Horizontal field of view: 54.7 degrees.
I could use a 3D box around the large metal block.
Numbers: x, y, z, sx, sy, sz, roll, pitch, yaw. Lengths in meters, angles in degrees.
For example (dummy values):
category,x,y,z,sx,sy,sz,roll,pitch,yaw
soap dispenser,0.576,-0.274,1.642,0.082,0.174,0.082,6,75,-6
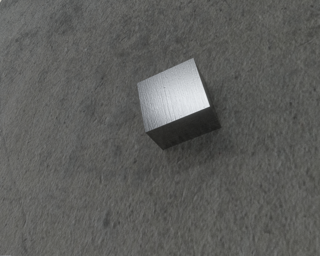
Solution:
category,x,y,z,sx,sy,sz,roll,pitch,yaw
large metal block,0.023,-0.030,0.393,0.080,0.050,0.080,-22,54,14
